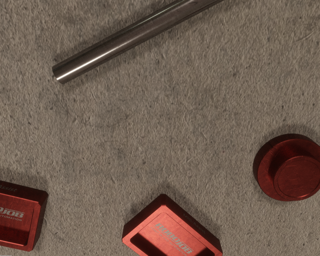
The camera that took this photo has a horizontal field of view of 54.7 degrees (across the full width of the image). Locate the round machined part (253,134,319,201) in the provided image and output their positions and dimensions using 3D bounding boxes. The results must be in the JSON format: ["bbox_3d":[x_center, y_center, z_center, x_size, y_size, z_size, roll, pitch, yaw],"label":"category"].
[{"bbox_3d":[0.183,0.060,0.426,0.099,0.042,0.097,0,110,-1],"label":"round machined part"}]

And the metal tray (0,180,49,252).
[{"bbox_3d":[-0.238,0.122,0.448,0.131,0.030,0.089,15,109,-6],"label":"metal tray"}]

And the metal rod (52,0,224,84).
[{"bbox_3d":[0.009,-0.129,0.362,0.301,0.025,0.025,-25,108,8],"label":"metal rod"}]

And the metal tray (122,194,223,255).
[{"bbox_3d":[0.019,0.172,0.470,0.130,0.030,0.090,43,104,-15],"label":"metal tray"}]
